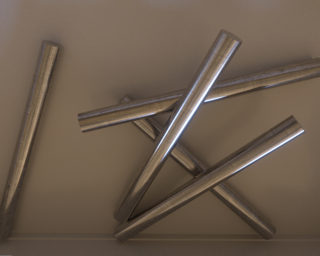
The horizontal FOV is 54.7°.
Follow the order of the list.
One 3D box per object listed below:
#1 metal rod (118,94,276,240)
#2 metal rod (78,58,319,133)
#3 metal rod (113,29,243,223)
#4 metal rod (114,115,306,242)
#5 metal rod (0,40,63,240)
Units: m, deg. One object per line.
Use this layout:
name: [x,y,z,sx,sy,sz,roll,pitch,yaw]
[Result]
metal rod: [0.058,0.063,0.435,0.300,0.025,0.025,42,105,-14]
metal rod: [0.052,-0.041,0.380,0.302,0.025,0.025,-13,110,-2]
metal rod: [0.007,0.019,0.384,0.025,0.025,0.298,25,121,-9]
metal rod: [0.050,0.078,0.414,0.299,0.025,0.025,-37,107,22]
metal rod: [-0.183,0.029,0.419,0.025,0.025,0.298,20,109,-8]
